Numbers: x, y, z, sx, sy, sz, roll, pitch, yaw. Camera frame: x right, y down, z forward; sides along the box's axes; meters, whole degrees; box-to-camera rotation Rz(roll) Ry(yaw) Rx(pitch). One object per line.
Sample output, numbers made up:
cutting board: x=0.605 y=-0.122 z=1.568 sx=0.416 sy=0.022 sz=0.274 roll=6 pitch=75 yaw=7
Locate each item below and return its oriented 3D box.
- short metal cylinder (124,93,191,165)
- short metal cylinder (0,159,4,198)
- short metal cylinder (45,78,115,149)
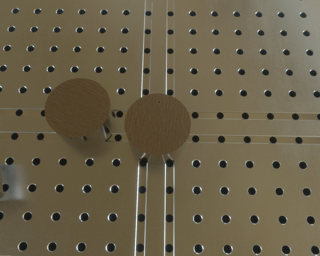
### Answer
short metal cylinder: x=-0.003 y=0.003 z=0.397 sx=0.081 sy=0.050 sz=0.080 roll=0 pitch=70 yaw=0
short metal cylinder: x=-0.229 y=0.061 z=0.359 sx=0.081 sy=0.080 sz=0.050 roll=-15 pitch=71 yaw=-5
short metal cylinder: x=-0.101 y=-0.018 z=0.404 sx=0.081 sy=0.050 sz=0.080 roll=0 pitch=70 yaw=0
